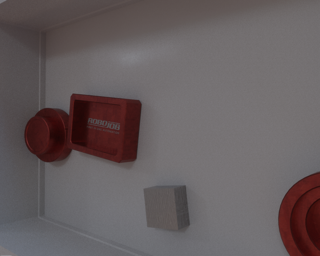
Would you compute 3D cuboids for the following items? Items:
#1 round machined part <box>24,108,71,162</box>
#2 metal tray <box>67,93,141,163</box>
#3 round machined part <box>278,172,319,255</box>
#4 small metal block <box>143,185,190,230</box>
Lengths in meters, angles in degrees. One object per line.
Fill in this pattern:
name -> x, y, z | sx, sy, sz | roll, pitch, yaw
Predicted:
round machined part -> -0.202, 0.013, 0.552 | 0.098, 0.042, 0.097 | 0, 91, 32
metal tray -> -0.089, -0.003, 0.474 | 0.130, 0.030, 0.089 | 10, 96, 39
round machined part -> 0.158, 0.083, 0.265 | 0.098, 0.042, 0.097 | 0, 90, 39
small metal block -> 0.008, 0.101, 0.398 | 0.050, 0.025, 0.050 | -10, 84, 39
